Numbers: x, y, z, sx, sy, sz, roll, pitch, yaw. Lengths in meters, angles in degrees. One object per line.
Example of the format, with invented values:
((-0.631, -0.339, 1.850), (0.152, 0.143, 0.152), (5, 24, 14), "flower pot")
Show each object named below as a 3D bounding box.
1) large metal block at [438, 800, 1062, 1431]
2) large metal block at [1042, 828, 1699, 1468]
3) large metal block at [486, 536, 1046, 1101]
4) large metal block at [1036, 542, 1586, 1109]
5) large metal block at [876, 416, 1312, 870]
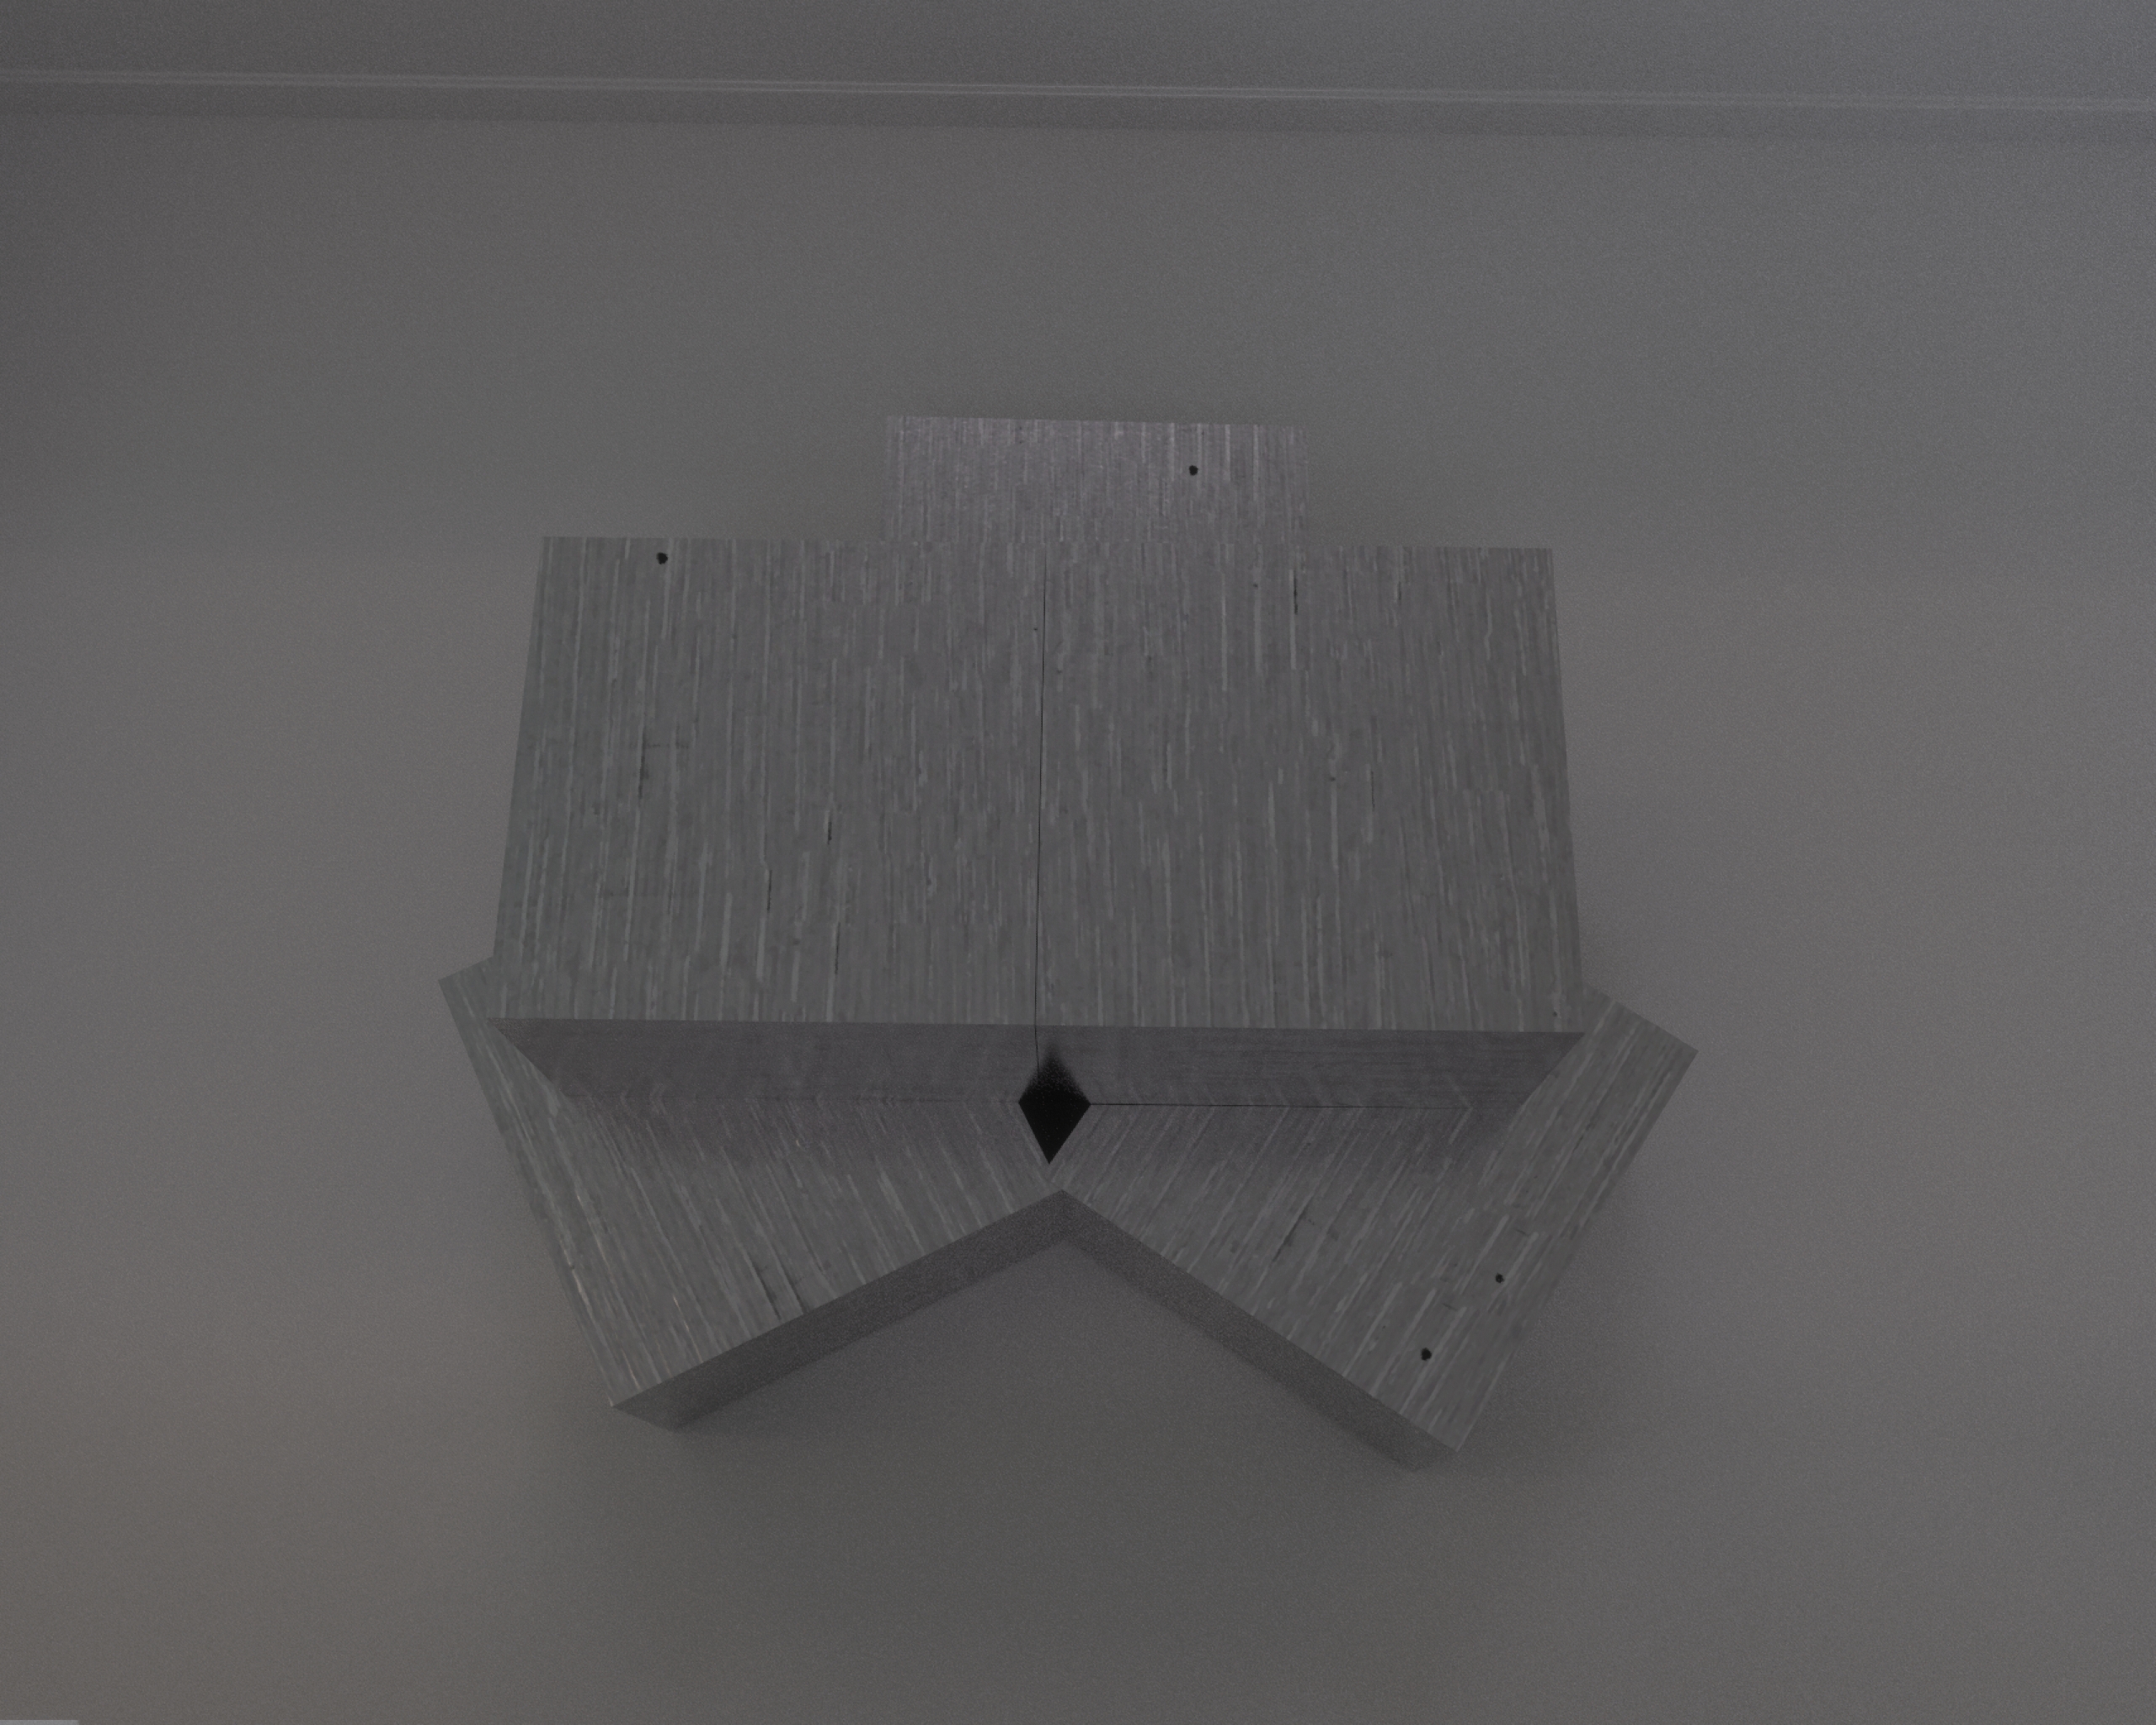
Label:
((-0.057, 0.046, 0.377), (0.080, 0.050, 0.080), (-25, 72, -9), "large metal block")
((0.050, 0.051, 0.375), (0.080, 0.050, 0.080), (32, 73, 11), "large metal block")
((-0.046, -0.006, 0.343), (0.080, 0.050, 0.080), (1, 70, 0), "large metal block")
((0.035, -0.005, 0.342), (0.080, 0.050, 0.080), (1, 70, 0), "large metal block")
((0.003, -0.039, 0.409), (0.080, 0.050, 0.080), (2, 70, 0), "large metal block")
